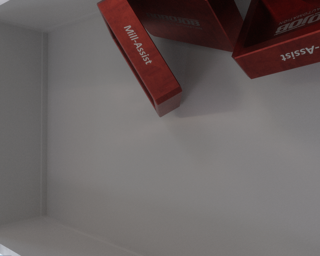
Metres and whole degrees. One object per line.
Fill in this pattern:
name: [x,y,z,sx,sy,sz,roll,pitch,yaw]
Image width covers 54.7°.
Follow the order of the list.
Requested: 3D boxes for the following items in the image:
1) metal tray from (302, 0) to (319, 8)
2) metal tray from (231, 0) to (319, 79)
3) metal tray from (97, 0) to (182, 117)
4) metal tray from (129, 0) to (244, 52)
metal tray: [0.088,-0.150,0.217,0.090,0.131,0.030,117,176,-66]
metal tray: [0.131,-0.096,0.254,0.130,0.030,0.090,-9,49,48]
metal tray: [-0.021,-0.081,0.364,0.030,0.090,0.130,-31,83,-2]
metal tray: [0.021,-0.132,0.344,0.130,0.090,0.030,24,83,37]
